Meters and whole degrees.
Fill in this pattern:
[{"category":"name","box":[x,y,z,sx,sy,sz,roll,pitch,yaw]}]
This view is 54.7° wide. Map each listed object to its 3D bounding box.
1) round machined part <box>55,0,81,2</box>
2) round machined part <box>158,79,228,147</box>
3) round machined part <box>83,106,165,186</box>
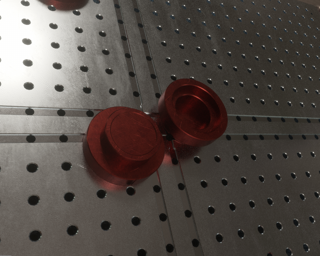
[{"category":"round machined part","box":[-0.150,-0.240,0.464,0.099,0.042,0.098,14,56,-21]},{"category":"round machined part","box":[0.042,-0.018,0.432,0.099,0.042,0.098,14,56,-21]},{"category":"round machined part","box":[-0.038,0.015,0.369,0.099,0.042,0.098,14,56,-21]}]
